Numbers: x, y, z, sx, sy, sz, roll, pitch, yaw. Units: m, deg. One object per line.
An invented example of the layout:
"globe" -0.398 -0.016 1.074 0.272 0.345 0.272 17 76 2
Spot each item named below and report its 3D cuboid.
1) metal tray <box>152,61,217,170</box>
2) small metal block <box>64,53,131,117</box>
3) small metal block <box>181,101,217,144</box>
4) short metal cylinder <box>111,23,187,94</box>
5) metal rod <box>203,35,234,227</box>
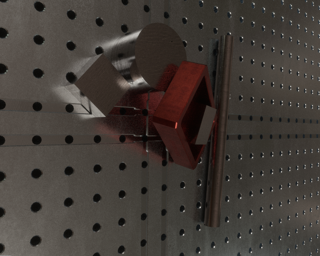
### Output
"metal tray" 0.038 -0.012 0.401 0.090 0.030 0.130 -63 154 -21
"small metal block" -0.070 -0.048 0.352 0.050 0.025 0.050 50 61 -29
"small metal block" 0.049 -0.006 0.404 0.050 0.025 0.050 8 99 -65
"short metal cylinder" -0.013 -0.084 0.384 0.081 0.050 0.079 0 90 -40
"metal rod" 0.094 0.002 0.490 0.025 0.025 0.298 9 84 -40
